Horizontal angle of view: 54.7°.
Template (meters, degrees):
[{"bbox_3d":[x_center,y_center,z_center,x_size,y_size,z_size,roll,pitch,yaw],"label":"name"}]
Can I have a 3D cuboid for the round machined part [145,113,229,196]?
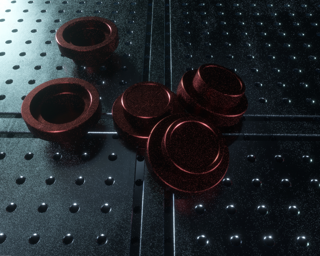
[{"bbox_3d":[0.034,0.026,0.357,0.099,0.042,0.098,5,65,-11],"label":"round machined part"}]

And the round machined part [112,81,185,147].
[{"bbox_3d":[-0.016,-0.026,0.418,0.099,0.042,0.098,0,50,0],"label":"round machined part"}]

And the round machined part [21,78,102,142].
[{"bbox_3d":[-0.126,-0.020,0.411,0.099,0.042,0.098,0,50,0],"label":"round machined part"}]

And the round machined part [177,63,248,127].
[{"bbox_3d":[0.076,-0.051,0.423,0.099,0.042,0.098,13,43,-12],"label":"round machined part"}]

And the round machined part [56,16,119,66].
[{"bbox_3d":[-0.117,-0.140,0.513,0.099,0.042,0.098,0,50,0],"label":"round machined part"}]
